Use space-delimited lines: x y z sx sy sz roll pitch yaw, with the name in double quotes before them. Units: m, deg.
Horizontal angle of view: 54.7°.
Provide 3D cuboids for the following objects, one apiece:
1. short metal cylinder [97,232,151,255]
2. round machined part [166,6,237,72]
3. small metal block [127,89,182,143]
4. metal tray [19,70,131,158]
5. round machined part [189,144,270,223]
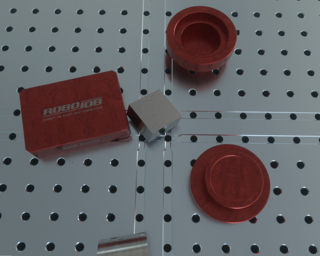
"short metal cylinder" -0.033 0.155 0.326 0.050 0.080 0.080 -9 70 -3
"round machined part" 0.058 -0.124 0.449 0.099 0.042 0.098 0 70 -1
"small metal block" -0.008 -0.017 0.411 0.050 0.025 0.050 -31 73 -28
"metal tray" -0.113 -0.020 0.415 0.131 0.030 0.090 -13 71 -5
"round machined part" 0.086 0.066 0.380 0.099 0.042 0.098 0 70 -1
